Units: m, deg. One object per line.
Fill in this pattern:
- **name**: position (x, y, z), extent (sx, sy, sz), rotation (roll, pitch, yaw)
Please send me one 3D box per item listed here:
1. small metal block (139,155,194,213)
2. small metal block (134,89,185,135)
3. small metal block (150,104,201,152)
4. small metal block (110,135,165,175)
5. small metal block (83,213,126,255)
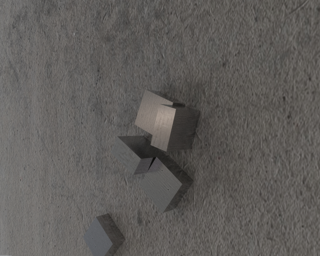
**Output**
- **small metal block**: position (0.008, 0.071, 0.399), extent (0.050, 0.025, 0.050), rotation (44, 117, 30)
- **small metal block**: position (-0.001, -0.018, 0.406), extent (0.050, 0.025, 0.050), rotation (29, 108, 36)
- **small metal block**: position (0.019, -0.001, 0.373), extent (0.025, 0.050, 0.050), rotation (20, 103, 38)
- **small metal block**: position (-0.028, 0.035, 0.412), extent (0.050, 0.050, 0.025), rotation (39, 114, 33)
- **small metal block**: position (-0.087, 0.170, 0.477), extent (0.050, 0.025, 0.050), rotation (48, 118, 29)
